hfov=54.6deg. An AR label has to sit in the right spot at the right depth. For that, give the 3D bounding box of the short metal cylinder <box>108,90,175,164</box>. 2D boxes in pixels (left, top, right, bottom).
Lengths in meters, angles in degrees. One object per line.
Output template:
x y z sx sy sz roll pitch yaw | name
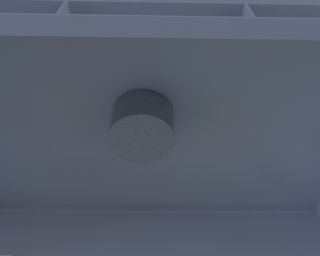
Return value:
-0.022 -0.001 0.389 0.080 0.050 0.080 0 130 0 | short metal cylinder
